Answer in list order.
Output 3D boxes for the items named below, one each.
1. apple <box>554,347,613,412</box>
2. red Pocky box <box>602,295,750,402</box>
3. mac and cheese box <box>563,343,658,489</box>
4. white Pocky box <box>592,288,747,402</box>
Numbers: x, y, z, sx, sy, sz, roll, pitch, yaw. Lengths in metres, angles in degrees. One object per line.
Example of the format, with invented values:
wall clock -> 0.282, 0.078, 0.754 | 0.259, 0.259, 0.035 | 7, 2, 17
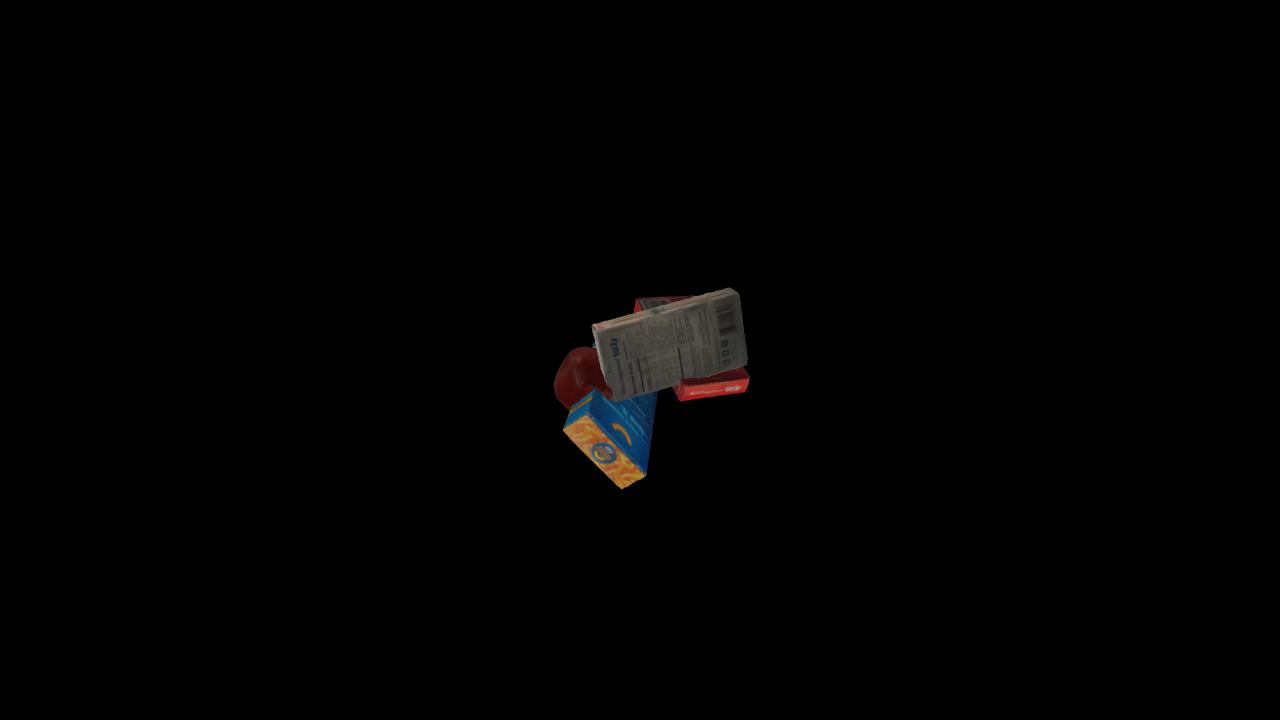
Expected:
apple -> -0.053, 0.026, 0.661 | 0.079, 0.079, 0.093 | 0, 26, -7
red Pocky box -> 0.055, -0.018, 0.704 | 0.083, 0.028, 0.155 | -5, 43, -22
mac and cheese box -> -0.025, 0.046, 0.676 | 0.041, 0.093, 0.184 | -33, 20, 21
white Pocky box -> 0.033, -0.015, 0.634 | 0.154, 0.084, 0.028 | -16, 25, -10
